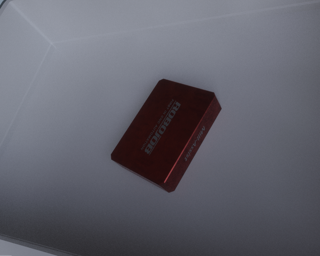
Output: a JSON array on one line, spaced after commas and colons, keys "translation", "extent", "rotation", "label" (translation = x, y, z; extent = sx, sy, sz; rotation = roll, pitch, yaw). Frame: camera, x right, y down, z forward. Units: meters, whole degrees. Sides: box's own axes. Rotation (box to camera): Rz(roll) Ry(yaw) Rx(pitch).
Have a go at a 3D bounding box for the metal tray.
[{"translation": [0.008, 0.005, 0.394], "extent": [0.090, 0.030, 0.130], "rotation": [22, 73, 35], "label": "metal tray"}]
